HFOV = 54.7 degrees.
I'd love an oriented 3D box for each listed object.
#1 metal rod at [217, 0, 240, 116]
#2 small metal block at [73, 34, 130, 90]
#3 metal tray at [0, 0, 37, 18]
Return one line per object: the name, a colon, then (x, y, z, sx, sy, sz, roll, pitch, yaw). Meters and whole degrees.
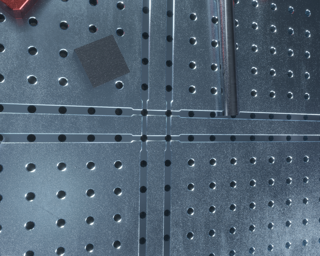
metal rod: (0.095, -0.167, 0.447, 0.025, 0.025, 0.298, -4, 91, -20)
small metal block: (-0.073, -0.081, 0.385, 0.050, 0.025, 0.050, -28, 99, -18)
metal tray: (-0.159, -0.204, 0.351, 0.090, 0.030, 0.130, 38, 78, -16)
